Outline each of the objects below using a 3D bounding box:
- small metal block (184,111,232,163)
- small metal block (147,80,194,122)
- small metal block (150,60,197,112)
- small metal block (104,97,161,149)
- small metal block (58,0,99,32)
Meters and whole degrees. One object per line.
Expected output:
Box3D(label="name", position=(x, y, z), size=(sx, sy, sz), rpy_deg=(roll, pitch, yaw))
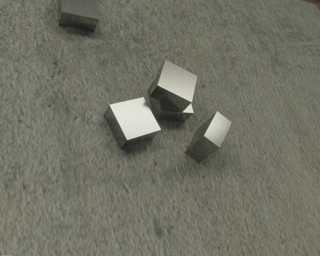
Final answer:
Box3D(label="small metal block", position=(0.065, 0.013, 0.417), size=(0.025, 0.050, 0.050), rpy_deg=(38, 51, -4))
Box3D(label="small metal block", position=(0.014, -0.038, 0.436), size=(0.050, 0.025, 0.050), rpy_deg=(2, 61, -28))
Box3D(label="small metal block", position=(0.019, -0.057, 0.418), size=(0.050, 0.025, 0.050), rpy_deg=(25, 53, -13))
Box3D(label="small metal block", position=(-0.035, -0.007, 0.391), size=(0.050, 0.025, 0.050), rpy_deg=(-17, 71, -35))
Box3D(label="small metal block", position=(-0.118, -0.170, 0.445), size=(0.050, 0.025, 0.050), rpy_deg=(3, 60, -27))
